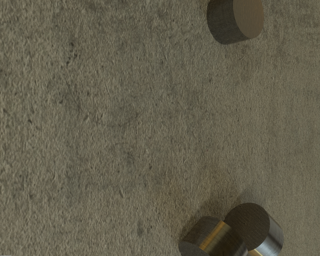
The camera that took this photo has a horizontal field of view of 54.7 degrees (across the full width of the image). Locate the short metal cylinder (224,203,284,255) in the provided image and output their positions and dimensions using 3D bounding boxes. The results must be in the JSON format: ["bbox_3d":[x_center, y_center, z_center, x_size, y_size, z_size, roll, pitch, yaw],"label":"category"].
[{"bbox_3d":[0.147,0.167,0.492,0.050,0.080,0.080,45,63,-31],"label":"short metal cylinder"}]

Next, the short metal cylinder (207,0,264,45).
[{"bbox_3d":[0.119,-0.176,0.488,0.081,0.050,0.080,0,90,-40],"label":"short metal cylinder"}]

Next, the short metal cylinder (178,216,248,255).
[{"bbox_3d":[0.073,0.170,0.430,0.050,0.080,0.080,-40,115,-33],"label":"short metal cylinder"}]
